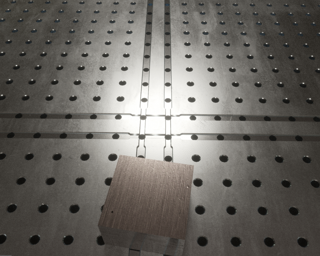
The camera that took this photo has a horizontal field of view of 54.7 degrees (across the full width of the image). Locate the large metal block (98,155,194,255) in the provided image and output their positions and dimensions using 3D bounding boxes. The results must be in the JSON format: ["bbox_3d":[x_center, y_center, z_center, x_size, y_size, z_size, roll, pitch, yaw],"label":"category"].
[{"bbox_3d":[-0.011,0.080,0.324,0.080,0.050,0.080,8,50,6],"label":"large metal block"}]
